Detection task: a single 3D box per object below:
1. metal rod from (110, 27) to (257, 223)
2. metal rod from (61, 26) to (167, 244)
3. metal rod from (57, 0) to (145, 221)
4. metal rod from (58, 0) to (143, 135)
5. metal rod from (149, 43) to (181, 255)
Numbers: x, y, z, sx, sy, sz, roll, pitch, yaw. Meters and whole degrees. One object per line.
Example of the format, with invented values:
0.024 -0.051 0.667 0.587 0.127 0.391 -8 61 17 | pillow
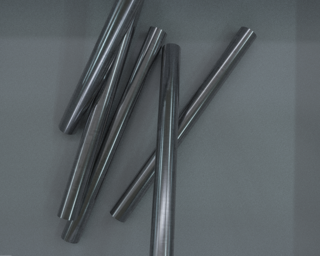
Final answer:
0.031 -0.005 0.411 0.025 0.025 0.299 35 90 0 | metal rod
-0.060 0.009 0.410 0.025 0.025 0.299 23 90 0 | metal rod
-0.074 -0.032 0.398 0.025 0.025 0.299 16 85 0 | metal rod
-0.050 -0.107 0.340 0.025 0.025 0.298 34 119 0 | metal rod
0.007 0.033 0.357 0.025 0.025 0.299 3 68 0 | metal rod
